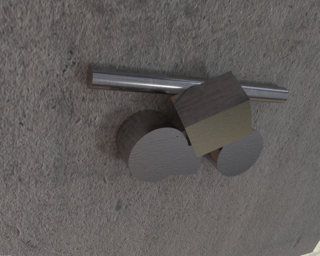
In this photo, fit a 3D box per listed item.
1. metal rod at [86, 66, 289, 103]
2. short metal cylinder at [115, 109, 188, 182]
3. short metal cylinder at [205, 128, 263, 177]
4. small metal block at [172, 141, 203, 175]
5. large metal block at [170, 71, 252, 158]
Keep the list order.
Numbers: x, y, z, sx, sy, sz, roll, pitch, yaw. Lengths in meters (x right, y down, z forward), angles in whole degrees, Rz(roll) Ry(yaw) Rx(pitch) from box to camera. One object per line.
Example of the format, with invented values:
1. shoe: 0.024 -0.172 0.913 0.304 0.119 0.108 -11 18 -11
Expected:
1. metal rod: 0.056 -0.053 0.406 0.303 0.025 0.025 1 118 -29
2. short metal cylinder: -0.011 0.022 0.399 0.081 0.050 0.079 -14 124 -21
3. short metal cylinder: 0.106 0.026 0.466 0.081 0.050 0.079 -14 124 -21
4. small metal block: 0.034 0.041 0.453 0.050 0.025 0.050 2 118 -29
5. large metal block: 0.068 -0.015 0.397 0.080 0.050 0.080 -24 145 3
